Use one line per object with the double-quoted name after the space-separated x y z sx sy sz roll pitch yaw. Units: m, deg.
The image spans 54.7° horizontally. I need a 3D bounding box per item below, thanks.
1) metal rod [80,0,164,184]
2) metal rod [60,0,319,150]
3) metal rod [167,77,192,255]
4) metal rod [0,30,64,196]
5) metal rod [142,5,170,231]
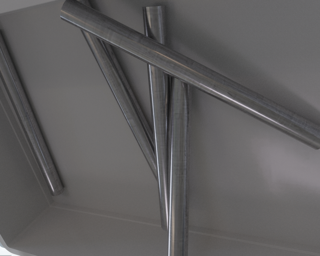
-0.037 -0.020 0.415 0.025 0.025 0.299 -12 112 33 "metal rod"
0.036 -0.057 0.326 0.301 0.025 0.025 27 128 0 "metal rod"
0.023 0.090 0.371 0.025 0.025 0.298 3 94 27 "metal rod"
-0.220 -0.010 0.518 0.025 0.025 0.298 3 120 27 "metal rod"
0.004 0.006 0.391 0.025 0.025 0.298 7 116 24 "metal rod"
